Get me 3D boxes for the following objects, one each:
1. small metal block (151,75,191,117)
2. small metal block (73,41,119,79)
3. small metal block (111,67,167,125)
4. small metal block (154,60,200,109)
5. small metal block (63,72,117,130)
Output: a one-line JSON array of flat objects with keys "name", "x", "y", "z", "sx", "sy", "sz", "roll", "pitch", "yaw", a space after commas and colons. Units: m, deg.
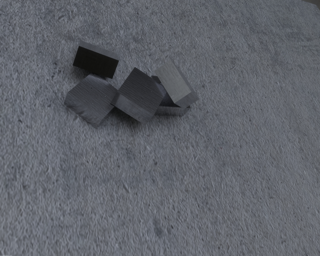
[{"name": "small metal block", "x": 0.010, "y": -0.044, "z": 0.440, "sx": 0.050, "sy": 0.025, "sz": 0.050, "roll": 2, "pitch": 61, "yaw": -28}, {"name": "small metal block", "x": -0.083, "y": -0.089, "z": 0.401, "sx": 0.050, "sy": 0.025, "sz": 0.050, "roll": 17, "pitch": 18, "yaw": -19}, {"name": "small metal block", "x": -0.025, "y": -0.040, "z": 0.384, "sx": 0.050, "sy": 0.025, "sz": 0.050, "roll": 33, "pitch": 51, "yaw": -7}, {"name": "small metal block", "x": 0.023, "y": -0.056, "z": 0.405, "sx": 0.050, "sy": 0.025, "sz": 0.050, "roll": 59, "pitch": 13, "yaw": 14}, {"name": "small metal block", "x": -0.081, "y": -0.035, "z": 0.384, "sx": 0.050, "sy": 0.025, "sz": 0.050, "roll": 39, "pitch": 51, "yaw": -3}]
